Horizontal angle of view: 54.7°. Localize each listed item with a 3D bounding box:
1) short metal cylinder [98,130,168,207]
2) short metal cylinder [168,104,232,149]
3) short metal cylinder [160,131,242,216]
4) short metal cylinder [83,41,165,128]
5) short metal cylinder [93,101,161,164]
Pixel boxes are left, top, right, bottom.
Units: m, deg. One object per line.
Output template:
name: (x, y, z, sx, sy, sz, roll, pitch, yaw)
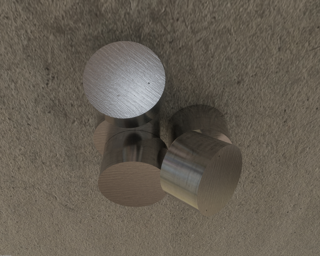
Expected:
short metal cylinder: (-0.029, 0.049, 0.367, 0.081, 0.050, 0.079, 0, 130, 0)
short metal cylinder: (0.051, 0.016, 0.406, 0.081, 0.050, 0.079, 0, 130, 0)
short metal cylinder: (0.046, 0.048, 0.339, 0.050, 0.080, 0.080, 21, 145, 41)
short metal cylinder: (-0.035, -0.043, 0.327, 0.081, 0.080, 0.050, 0, 169, -1)
short metal cylinder: (-0.040, 0.000, 0.391, 0.081, 0.050, 0.079, 0, 130, 0)
